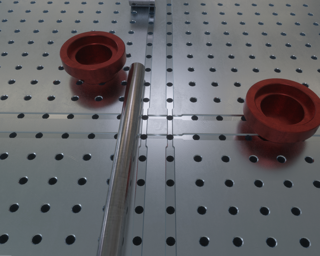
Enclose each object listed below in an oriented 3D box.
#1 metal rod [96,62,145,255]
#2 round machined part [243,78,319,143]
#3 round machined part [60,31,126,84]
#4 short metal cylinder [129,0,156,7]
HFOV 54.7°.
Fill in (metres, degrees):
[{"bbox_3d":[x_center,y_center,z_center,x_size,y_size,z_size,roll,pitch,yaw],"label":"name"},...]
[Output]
[{"bbox_3d":[-0.043,0.022,0.388,0.025,0.025,0.300,2,50,2],"label":"metal rod"},{"bbox_3d":[0.160,-0.019,0.414,0.099,0.042,0.098,0,50,0],"label":"round machined part"},{"bbox_3d":[-0.102,-0.106,0.485,0.099,0.042,0.098,0,50,0],"label":"round machined part"},{"bbox_3d":[-0.034,-0.280,0.607,0.050,0.080,0.080,1,50,1],"label":"short metal cylinder"}]
